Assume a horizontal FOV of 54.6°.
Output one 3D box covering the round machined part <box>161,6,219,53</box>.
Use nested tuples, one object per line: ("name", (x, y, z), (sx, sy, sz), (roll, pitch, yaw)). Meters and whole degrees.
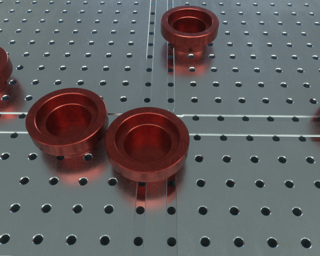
("round machined part", (0.050, -0.168, 0.538), (0.099, 0.042, 0.098), (0, 50, 0))

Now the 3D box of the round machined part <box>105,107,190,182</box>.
("round machined part", (-0.015, 0.024, 0.377), (0.099, 0.042, 0.098), (0, 50, 0))

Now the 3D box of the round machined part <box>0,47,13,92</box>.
("round machined part", (-0.271, -0.080, 0.463), (0.099, 0.042, 0.098), (0, 50, 0))

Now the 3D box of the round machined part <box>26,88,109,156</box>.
("round machined part", (-0.115, -0.004, 0.399), (0.099, 0.042, 0.098), (0, 50, 0))
